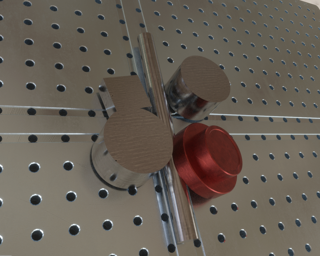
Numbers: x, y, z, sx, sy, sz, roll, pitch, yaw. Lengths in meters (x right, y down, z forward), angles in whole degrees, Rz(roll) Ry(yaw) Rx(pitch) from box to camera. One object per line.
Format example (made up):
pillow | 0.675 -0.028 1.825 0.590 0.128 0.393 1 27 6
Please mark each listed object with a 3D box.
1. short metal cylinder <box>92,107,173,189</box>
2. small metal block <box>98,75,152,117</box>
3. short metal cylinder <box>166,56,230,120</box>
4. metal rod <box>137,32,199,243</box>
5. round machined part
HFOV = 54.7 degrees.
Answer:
short metal cylinder | -0.032 0.023 0.355 0.081 0.050 0.080 14 56 -21
small metal block | -0.046 -0.039 0.402 0.050 0.025 0.050 -12 68 -33
short metal cylinder | 0.054 -0.058 0.451 0.081 0.050 0.080 14 56 -21
metal rod | 0.004 -0.006 0.409 0.025 0.025 0.299 3 60 -27
round machined part | 0.066 0.036 0.391 0.098 0.042 0.098 27 45 -31
